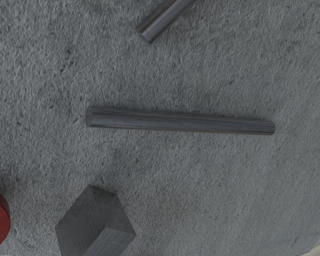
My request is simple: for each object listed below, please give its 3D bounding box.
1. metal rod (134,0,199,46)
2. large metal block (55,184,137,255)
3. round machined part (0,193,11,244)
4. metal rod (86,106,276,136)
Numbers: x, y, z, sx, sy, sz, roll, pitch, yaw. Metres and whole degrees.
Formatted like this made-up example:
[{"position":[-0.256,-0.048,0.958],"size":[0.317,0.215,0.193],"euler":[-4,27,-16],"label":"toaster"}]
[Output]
[{"position":[0.091,-0.201,0.333],"size":[0.300,0.025,0.025],"euler":[-43,130,1],"label":"metal rod"},{"position":[-0.088,0.136,0.409],"size":[0.050,0.080,0.080],"euler":[32,100,-39],"label":"large metal block"},{"position":[-0.219,0.098,0.337],"size":[0.099,0.042,0.097],"euler":[-14,125,-21],"label":"round machined part"},{"position":[0.049,-0.006,0.431],"size":[0.303,0.025,0.025],"euler":[3,117,-30],"label":"metal rod"}]
